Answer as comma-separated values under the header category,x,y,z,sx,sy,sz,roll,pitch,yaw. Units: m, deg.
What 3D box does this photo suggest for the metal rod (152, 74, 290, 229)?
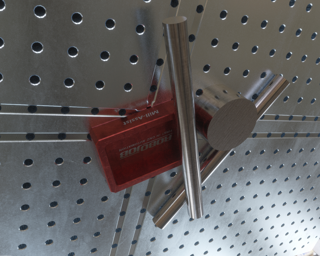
category,x,y,z,sx,sy,sz,roll,pitch,yaw
metal rod,0.091,0.041,0.486,0.025,0.025,0.299,33,100,-39

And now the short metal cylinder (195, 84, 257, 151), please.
category,x,y,z,sx,sy,sz,roll,pitch,yaw
short metal cylinder,0.087,-0.015,0.433,0.081,0.050,0.079,-14,124,-21

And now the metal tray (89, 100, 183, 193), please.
category,x,y,z,sx,sy,sz,roll,pitch,yaw
metal tray,-0.017,0.023,0.412,0.131,0.030,0.089,-21,127,-16

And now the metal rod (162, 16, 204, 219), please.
category,x,y,z,sx,sy,sz,roll,pitch,yaw
metal rod,0.035,0.011,0.397,0.025,0.025,0.298,-21,127,-16
